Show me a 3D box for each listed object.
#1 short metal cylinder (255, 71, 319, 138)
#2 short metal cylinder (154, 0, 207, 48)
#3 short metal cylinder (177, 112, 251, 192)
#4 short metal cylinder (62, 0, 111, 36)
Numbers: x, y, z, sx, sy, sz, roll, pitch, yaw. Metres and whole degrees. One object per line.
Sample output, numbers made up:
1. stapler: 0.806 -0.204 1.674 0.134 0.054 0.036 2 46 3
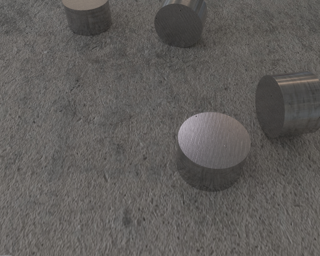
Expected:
1. short metal cylinder: 0.162 -0.030 0.393 0.050 0.080 0.080 -7 51 -6
2. short metal cylinder: 0.036 -0.184 0.522 0.080 0.080 0.050 12 51 10
3. short metal cylinder: 0.060 0.027 0.364 0.080 0.050 0.080 0 50 0
4. short metal cylinder: -0.131 -0.212 0.564 0.080 0.050 0.080 0 50 0
